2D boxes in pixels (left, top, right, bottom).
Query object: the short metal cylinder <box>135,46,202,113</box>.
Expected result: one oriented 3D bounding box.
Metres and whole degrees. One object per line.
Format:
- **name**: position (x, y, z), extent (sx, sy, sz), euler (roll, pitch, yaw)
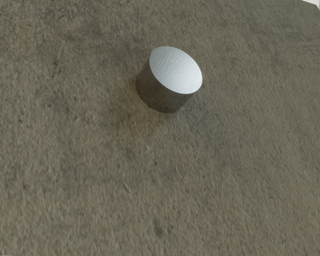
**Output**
- **short metal cylinder**: position (0.012, -0.068, 0.437), extent (0.081, 0.050, 0.080), euler (14, 56, -21)
